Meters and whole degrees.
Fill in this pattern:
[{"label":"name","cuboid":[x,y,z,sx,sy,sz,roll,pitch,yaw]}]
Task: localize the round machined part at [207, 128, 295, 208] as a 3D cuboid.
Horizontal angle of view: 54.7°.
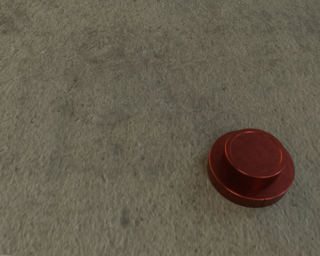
[{"label":"round machined part","cuboid":[0.107,0.039,0.361,0.099,0.042,0.098,0,50,0]}]
